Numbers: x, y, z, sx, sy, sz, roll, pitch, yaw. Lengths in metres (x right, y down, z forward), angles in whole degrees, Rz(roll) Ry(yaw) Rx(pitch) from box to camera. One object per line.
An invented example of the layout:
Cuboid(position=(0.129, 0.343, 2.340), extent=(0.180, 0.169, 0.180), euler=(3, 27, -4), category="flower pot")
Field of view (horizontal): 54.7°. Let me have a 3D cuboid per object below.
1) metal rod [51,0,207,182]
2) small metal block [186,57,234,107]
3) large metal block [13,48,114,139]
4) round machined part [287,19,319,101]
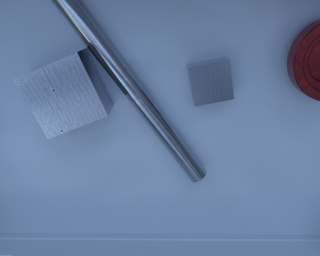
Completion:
Cuboid(position=(-0.032, -0.046, 0.393), extent=(0.025, 0.025, 0.300), euler=(-34, 107, 11), category="metal rod")
Cuboid(position=(0.063, -0.059, 0.391), extent=(0.050, 0.025, 0.050), euler=(-11, 110, 3), category="small metal block")
Cuboid(position=(-0.113, -0.043, 0.380), extent=(0.080, 0.050, 0.080), euler=(-21, 109, 7), category="large metal block")
Cuboid(position=(0.202, -0.084, 0.374), extent=(0.099, 0.042, 0.097), euler=(0, 110, -1), category="round machined part")
